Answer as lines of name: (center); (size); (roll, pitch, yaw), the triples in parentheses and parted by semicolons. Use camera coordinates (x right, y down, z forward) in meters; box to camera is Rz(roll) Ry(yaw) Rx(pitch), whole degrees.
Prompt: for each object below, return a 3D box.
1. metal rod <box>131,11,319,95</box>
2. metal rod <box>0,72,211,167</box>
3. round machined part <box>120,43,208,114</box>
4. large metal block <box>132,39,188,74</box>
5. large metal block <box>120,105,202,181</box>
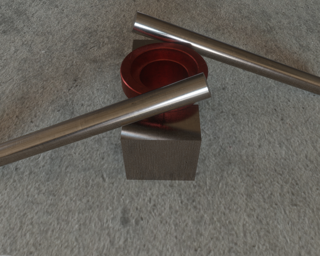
metal rod: (0.109, -0.092, 0.414); (0.302, 0.025, 0.025); (14, 48, -18)
metal rod: (-0.094, 0.003, 0.329); (0.301, 0.025, 0.025); (-18, 49, 14)
round machined part: (0.005, -0.054, 0.363); (0.099, 0.042, 0.098); (0, 50, 0)
large metal block: (0.004, -0.074, 0.431); (0.081, 0.080, 0.050); (1, 50, 0)
large metal block: (0.001, 0.018, 0.354); (0.081, 0.080, 0.050); (1, 50, 0)
